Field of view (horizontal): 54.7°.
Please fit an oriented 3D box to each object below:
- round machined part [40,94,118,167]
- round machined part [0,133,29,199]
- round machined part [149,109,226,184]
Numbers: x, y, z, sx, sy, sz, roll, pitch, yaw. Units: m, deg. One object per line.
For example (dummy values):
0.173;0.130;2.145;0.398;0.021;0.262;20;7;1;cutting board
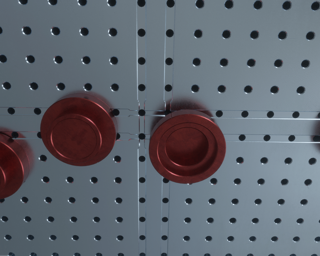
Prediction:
-0.107;0.007;0.406;0.099;0.042;0.097;0;110;-1;round machined part
-0.236;0.057;0.422;0.099;0.042;0.097;0;110;-1;round machined part
0.035;0.021;0.413;0.099;0.042;0.097;0;110;-1;round machined part
